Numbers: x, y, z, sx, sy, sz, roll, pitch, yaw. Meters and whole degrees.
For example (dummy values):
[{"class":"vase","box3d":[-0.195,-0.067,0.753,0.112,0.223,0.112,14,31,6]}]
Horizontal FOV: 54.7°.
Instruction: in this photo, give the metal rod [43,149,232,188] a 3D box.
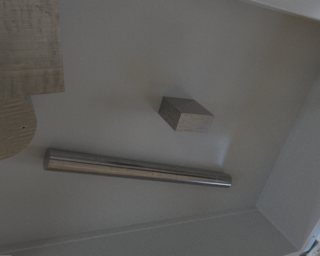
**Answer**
[{"class":"metal rod","box3d":[-0.009,0.064,0.444,0.302,0.025,0.025,12,112,-34]}]

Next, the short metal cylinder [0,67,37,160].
[{"class":"short metal cylinder","box3d":[-0.163,-0.015,0.295,0.081,0.050,0.079,-14,125,-21]}]

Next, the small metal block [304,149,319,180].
[{"class":"small metal block","box3d":[0.331,0.072,0.640,0.050,0.025,0.050,-23,127,-15]}]

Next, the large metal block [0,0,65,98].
[{"class":"large metal block","box3d":[-0.116,-0.080,0.261,0.050,0.080,0.079,-9,123,-24]}]

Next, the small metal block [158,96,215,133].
[{"class":"small metal block","box3d":[0.033,-0.017,0.402,0.050,0.050,0.025,3,117,-30]}]
